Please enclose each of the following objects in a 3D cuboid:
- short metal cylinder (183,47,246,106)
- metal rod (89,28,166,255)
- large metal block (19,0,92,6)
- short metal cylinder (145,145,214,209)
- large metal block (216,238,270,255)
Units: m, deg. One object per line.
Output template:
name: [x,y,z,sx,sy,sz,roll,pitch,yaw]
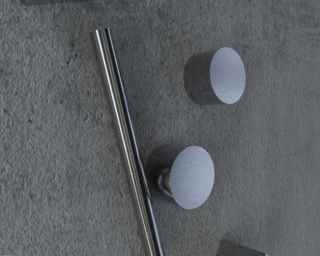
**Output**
short metal cylinder: [0.081,-0.074,0.456,0.081,0.050,0.080,0,90,-40]
metal rod: [-0.035,0.034,0.375,0.025,0.025,0.298,-21,103,-38]
large metal block: [-0.088,-0.156,0.294,0.081,0.080,0.050,-23,105,-38]
short metal cylinder: [0.026,0.062,0.411,0.081,0.050,0.080,0,90,-40]
large metal block: [0.128,0.227,0.476,0.050,0.080,0.080,37,68,-34]
